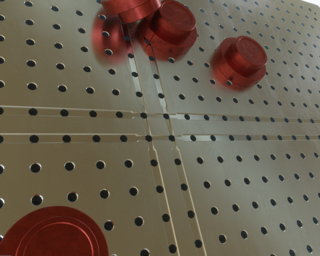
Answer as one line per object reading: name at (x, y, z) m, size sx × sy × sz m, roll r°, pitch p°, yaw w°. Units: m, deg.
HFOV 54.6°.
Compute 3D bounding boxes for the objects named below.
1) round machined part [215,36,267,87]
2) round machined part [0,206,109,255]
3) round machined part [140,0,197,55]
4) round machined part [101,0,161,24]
round machined part at (0.151, -0.125, 0.554) m, size 0.099 × 0.042 × 0.098 m, roll 13°, pitch 56°, yaw -21°
round machined part at (-0.093, 0.117, 0.276) m, size 0.099 × 0.042 × 0.098 m, roll 14°, pitch 56°, yaw -21°
round machined part at (0.020, -0.172, 0.512) m, size 0.099 × 0.042 × 0.098 m, roll 13°, pitch 56°, yaw -21°
round machined part at (-0.037, -0.194, 0.472) m, size 0.098 × 0.098 × 0.042 m, roll -57°, pitch 134°, yaw -39°
